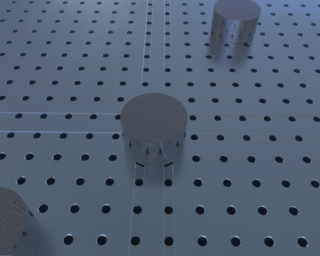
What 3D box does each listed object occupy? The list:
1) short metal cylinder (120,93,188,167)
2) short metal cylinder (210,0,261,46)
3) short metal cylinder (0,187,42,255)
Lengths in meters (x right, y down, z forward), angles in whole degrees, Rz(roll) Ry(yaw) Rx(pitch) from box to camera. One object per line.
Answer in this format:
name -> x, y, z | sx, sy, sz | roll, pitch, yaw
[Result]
short metal cylinder -> -0.007, 0.001, 0.390 | 0.081, 0.050, 0.080 | 0, 50, 0
short metal cylinder -> 0.134, -0.191, 0.554 | 0.081, 0.050, 0.080 | 0, 50, 0
short metal cylinder -> -0.163, 0.105, 0.301 | 0.081, 0.050, 0.080 | 0, 50, 0
